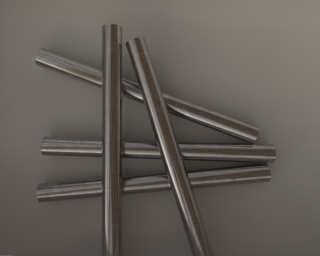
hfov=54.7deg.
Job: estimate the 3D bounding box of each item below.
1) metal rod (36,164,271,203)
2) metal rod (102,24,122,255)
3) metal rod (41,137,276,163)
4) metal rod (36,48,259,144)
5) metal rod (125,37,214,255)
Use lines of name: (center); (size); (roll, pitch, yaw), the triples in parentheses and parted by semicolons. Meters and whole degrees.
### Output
metal rod: (-0.007, 0.073, 0.410); (0.302, 0.025, 0.025); (-5, 90, -1)
metal rod: (-0.059, 0.024, 0.383); (0.025, 0.025, 0.298); (0, 90, -1)
metal rod: (-0.001, 0.029, 0.409); (0.302, 0.025, 0.025); (2, 90, -1)
metal rod: (-0.016, -0.042, 0.409); (0.302, 0.025, 0.025); (20, 90, -1)
metal rod: (0.014, 0.034, 0.385); (0.025, 0.025, 0.298); (-18, 90, 0)
